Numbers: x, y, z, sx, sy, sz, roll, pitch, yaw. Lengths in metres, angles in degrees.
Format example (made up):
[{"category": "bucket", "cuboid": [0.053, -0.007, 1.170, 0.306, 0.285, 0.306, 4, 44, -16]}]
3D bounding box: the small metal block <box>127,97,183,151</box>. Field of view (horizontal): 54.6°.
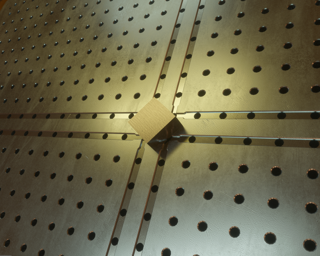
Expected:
[{"category": "small metal block", "cuboid": [-0.007, -0.006, 0.417, 0.050, 0.025, 0.050, -44, 51, -2]}]
